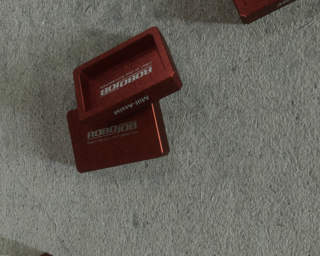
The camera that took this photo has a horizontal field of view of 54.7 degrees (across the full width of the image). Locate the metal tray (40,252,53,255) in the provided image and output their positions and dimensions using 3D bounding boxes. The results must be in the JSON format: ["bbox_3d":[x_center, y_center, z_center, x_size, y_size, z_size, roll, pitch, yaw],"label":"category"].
[{"bbox_3d":[-0.161,0.267,0.463,0.090,0.030,0.129,15,95,19],"label":"metal tray"}]

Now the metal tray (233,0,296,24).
[{"bbox_3d":[0.140,-0.192,0.356,0.130,0.030,0.090,-23,82,18],"label":"metal tray"}]

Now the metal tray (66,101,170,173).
[{"bbox_3d":[-0.060,0.006,0.427,0.130,0.030,0.090,-13,86,19],"label":"metal tray"}]

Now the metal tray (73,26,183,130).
[{"bbox_3d":[-0.045,-0.064,0.397,0.130,0.030,0.090,-25,57,12],"label":"metal tray"}]
